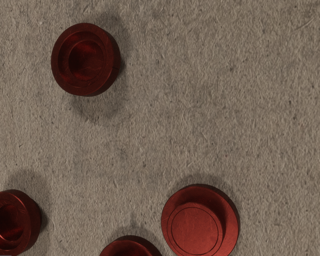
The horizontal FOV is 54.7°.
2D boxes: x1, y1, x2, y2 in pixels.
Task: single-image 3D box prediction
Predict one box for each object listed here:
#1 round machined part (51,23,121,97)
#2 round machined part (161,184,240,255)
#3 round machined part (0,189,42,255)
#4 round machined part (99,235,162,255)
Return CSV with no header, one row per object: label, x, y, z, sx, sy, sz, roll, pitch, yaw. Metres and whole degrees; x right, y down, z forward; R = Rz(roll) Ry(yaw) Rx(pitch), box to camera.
round machined part,-0.098,-0.092,0.433,0.098,0.042,0.097,0,90,19
round machined part,0.047,0.121,0.383,0.098,0.042,0.097,0,90,19
round machined part,-0.223,0.143,0.477,0.098,0.042,0.097,0,90,19
round machined part,-0.043,0.199,0.414,0.098,0.042,0.097,0,90,19
